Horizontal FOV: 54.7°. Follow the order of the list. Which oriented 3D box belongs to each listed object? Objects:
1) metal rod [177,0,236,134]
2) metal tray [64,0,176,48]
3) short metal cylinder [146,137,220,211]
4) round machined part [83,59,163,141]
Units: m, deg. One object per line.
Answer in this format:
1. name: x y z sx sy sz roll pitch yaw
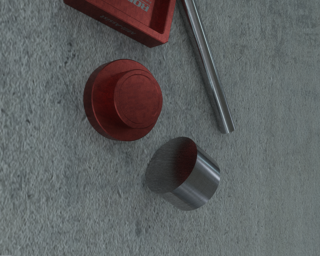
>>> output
1. metal rod: 0.057 -0.129 0.454 0.025 0.025 0.298 -34 111 -35
2. metal tray: -0.040 -0.163 0.368 0.131 0.030 0.090 18 79 -39
3. short metal cylinder: 0.029 0.058 0.395 0.050 0.080 0.080 41 65 -33
4. round machined part: -0.036 -0.033 0.365 0.099 0.042 0.097 0 90 -40
